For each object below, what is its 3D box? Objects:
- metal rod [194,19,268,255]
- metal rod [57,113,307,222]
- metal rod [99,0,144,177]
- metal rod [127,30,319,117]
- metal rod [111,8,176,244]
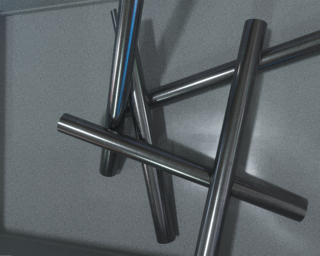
[{"bbox_3d":[0.075,0.027,0.339,0.025,0.025,0.299,12,86,19],"label":"metal rod"},{"bbox_3d":[0.021,0.044,0.368,0.301,0.025,0.025,20,97,5],"label":"metal rod"},{"bbox_3d":[-0.045,-0.063,0.362,0.025,0.025,0.298,24,123,18],"label":"metal rod"},{"bbox_3d":[0.079,-0.066,0.382,0.300,0.025,0.025,-17,84,19],"label":"metal rod"},{"bbox_3d":[-0.020,0.001,0.395,0.025,0.025,0.298,-9,95,20],"label":"metal rod"}]
